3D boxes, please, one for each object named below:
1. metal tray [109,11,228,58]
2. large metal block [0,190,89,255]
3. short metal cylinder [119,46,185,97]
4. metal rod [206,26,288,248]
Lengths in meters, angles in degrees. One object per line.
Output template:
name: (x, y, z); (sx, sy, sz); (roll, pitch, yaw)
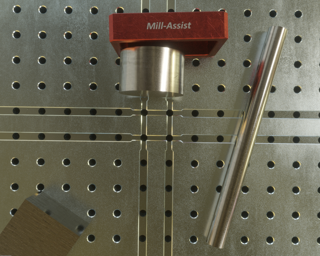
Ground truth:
metal tray: (0.010, -0.111, 0.380); (0.131, 0.090, 0.030); (-1, 90, 0)
large metal block: (-0.153, 0.141, 0.400); (0.080, 0.050, 0.080); (35, 90, 0)
short metal cylinder: (-0.010, -0.067, 0.386); (0.081, 0.080, 0.050); (2, 90, 0)
metal rod: (0.116, 0.012, 0.414); (0.025, 0.025, 0.298); (16, 90, 0)
